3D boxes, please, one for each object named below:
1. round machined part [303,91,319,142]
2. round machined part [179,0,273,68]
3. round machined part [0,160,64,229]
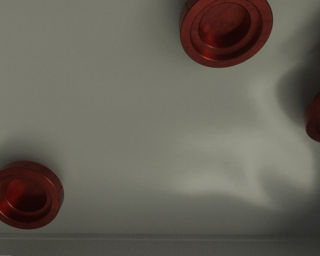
[{"bbox_3d":[0.229,-0.022,0.379,0.099,0.042,0.098,4,147,3],"label":"round machined part"},{"bbox_3d":[0.070,-0.118,0.345,0.099,0.042,0.097,-2,139,-1],"label":"round machined part"},{"bbox_3d":[-0.183,0.089,0.433,0.099,0.042,0.097,0,110,0],"label":"round machined part"}]
